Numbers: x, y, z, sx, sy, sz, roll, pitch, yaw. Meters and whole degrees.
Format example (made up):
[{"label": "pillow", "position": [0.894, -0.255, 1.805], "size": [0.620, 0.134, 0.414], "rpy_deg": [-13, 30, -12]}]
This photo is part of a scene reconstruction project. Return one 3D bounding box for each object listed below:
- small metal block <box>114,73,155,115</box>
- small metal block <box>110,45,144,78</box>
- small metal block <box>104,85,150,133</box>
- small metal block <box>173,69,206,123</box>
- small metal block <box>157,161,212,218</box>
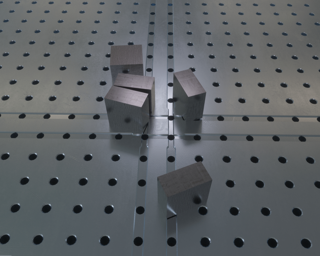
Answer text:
[{"label": "small metal block", "position": [-0.034, -0.046, 0.431], "size": [0.050, 0.050, 0.025], "rpy_deg": [7, 51, 6]}, {"label": "small metal block", "position": [-0.053, -0.108, 0.498], "size": [0.050, 0.025, 0.050], "rpy_deg": [-3, 50, -3]}, {"label": "small metal block", "position": [-0.043, -0.025, 0.412], "size": [0.050, 0.050, 0.025], "rpy_deg": [14, 52, 12]}, {"label": "small metal block", "position": [0.039, -0.045, 0.429], "size": [0.025, 0.050, 0.050], "rpy_deg": [-16, 52, -13]}, {"label": "small metal block", "position": [0.025, 0.067, 0.335], "size": [0.050, 0.050, 0.025], "rpy_deg": [-18, 53, -15]}]
